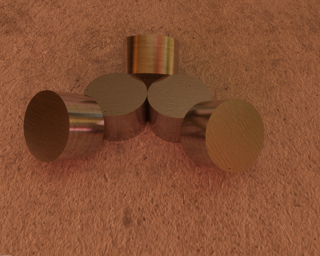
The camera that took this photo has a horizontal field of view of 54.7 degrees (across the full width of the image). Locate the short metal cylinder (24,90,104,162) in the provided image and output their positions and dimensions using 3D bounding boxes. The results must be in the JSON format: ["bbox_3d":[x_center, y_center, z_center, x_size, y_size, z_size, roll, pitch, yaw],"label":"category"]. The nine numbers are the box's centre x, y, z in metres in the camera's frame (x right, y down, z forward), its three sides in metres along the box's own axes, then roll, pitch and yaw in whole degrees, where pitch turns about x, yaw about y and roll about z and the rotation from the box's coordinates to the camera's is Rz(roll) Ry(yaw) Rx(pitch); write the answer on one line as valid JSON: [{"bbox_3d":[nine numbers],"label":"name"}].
[{"bbox_3d":[-0.112,-0.002,0.362,0.080,0.080,0.050,39,20,28],"label":"short metal cylinder"}]

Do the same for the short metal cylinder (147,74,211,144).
[{"bbox_3d":[0.024,-0.026,0.410,0.080,0.050,0.080,0,50,0],"label":"short metal cylinder"}]

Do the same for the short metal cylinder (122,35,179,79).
[{"bbox_3d":[-0.013,-0.098,0.444,0.080,0.080,0.050,1,93,1],"label":"short metal cylinder"}]

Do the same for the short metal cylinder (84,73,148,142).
[{"bbox_3d":[-0.056,-0.029,0.412,0.080,0.050,0.080,0,50,0],"label":"short metal cylinder"}]

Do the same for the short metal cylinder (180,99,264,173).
[{"bbox_3d":[0.071,0.007,0.355,0.081,0.080,0.050,-30,15,-23],"label":"short metal cylinder"}]
